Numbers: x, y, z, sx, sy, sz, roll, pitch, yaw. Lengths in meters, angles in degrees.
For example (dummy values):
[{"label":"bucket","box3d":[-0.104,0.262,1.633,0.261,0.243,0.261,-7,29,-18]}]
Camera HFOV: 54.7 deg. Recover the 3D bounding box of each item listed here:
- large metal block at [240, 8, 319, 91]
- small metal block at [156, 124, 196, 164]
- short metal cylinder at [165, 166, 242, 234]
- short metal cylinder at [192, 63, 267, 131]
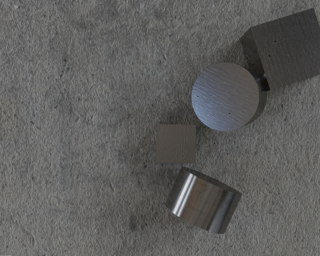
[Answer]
[{"label":"large metal block","box3d":[0.159,-0.096,0.399,0.080,0.050,0.080,-18,90,0]},{"label":"small metal block","box3d":[0.021,0.020,0.410,0.050,0.025,0.050,1,90,0]},{"label":"short metal cylinder","box3d":[0.053,0.087,0.383,0.080,0.080,0.050,24,90,0]},{"label":"short metal cylinder","box3d":[0.086,-0.038,0.382,0.080,0.050,0.079,4,98,28]}]
